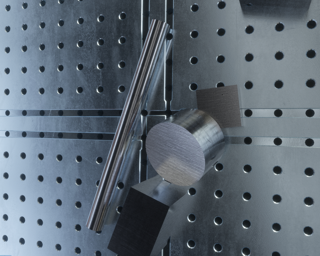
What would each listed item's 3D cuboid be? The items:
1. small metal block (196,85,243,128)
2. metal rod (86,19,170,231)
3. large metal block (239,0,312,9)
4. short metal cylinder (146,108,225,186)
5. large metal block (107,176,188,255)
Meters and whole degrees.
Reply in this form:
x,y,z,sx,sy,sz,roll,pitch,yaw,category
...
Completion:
x,y,z,sx,sy,sz,roll,pitch,yaw,category
0.075,-0.024,0.386,0.050,0.025,0.050,-6,88,19,small metal block
-0.046,0.001,0.427,0.025,0.025,0.298,21,97,18,metal rod
0.137,-0.187,0.351,0.080,0.050,0.079,13,94,19,large metal block
0.030,0.022,0.372,0.080,0.050,0.079,17,120,31,short metal cylinder
-0.012,0.113,0.387,0.050,0.080,0.080,23,98,18,large metal block
